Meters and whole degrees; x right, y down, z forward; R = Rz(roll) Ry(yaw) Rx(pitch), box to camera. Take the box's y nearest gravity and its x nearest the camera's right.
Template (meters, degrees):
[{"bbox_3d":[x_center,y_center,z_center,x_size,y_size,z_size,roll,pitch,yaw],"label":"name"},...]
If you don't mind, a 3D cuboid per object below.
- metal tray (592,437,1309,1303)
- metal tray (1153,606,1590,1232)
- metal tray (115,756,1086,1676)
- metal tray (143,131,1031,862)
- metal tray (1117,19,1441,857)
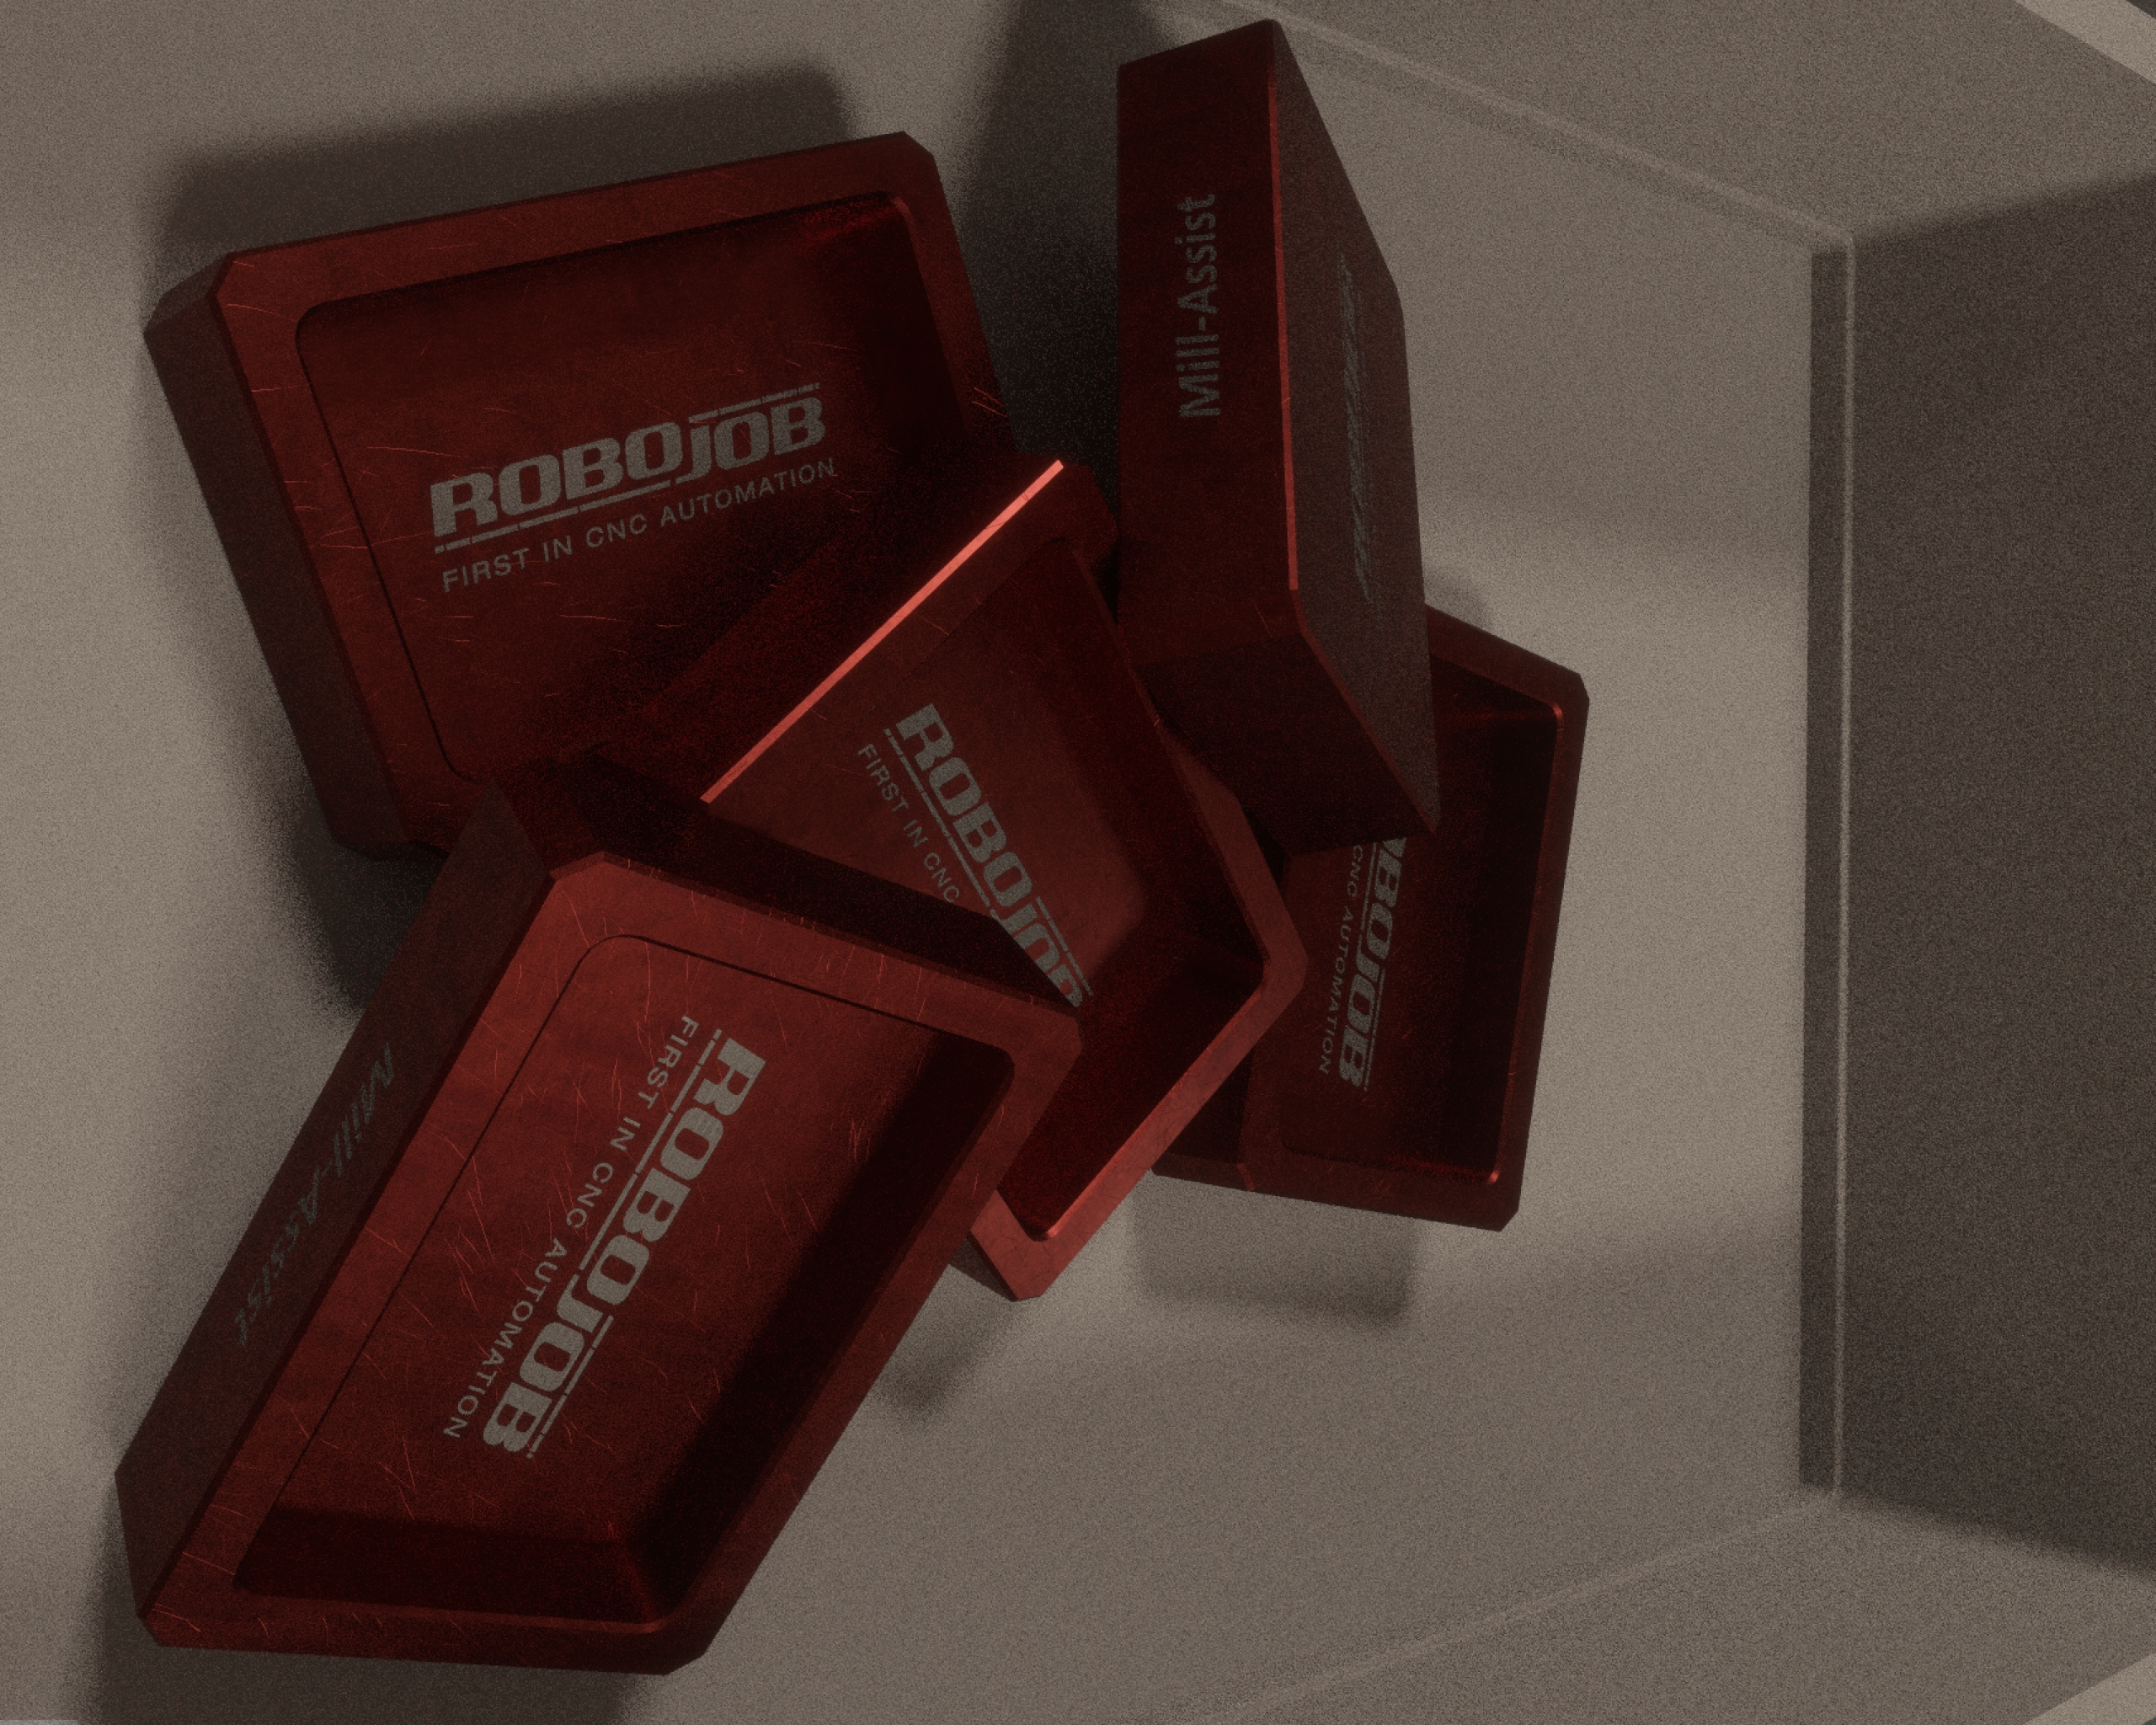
[{"bbox_3d":[-0.015,0.004,0.363,0.090,0.030,0.130,-47,133,-22],"label":"metal tray"},{"bbox_3d":[0.066,0.011,0.459,0.091,0.030,0.129,16,80,-39],"label":"metal tray"},{"bbox_3d":[-0.069,0.058,0.307,0.091,0.030,0.129,22,105,-38],"label":"metal tray"},{"bbox_3d":[-0.070,-0.063,0.343,0.131,0.030,0.089,-26,107,-37],"label":"metal tray"},{"bbox_3d":[0.038,-0.077,0.390,0.090,0.030,0.130,44,41,-56],"label":"metal tray"}]
